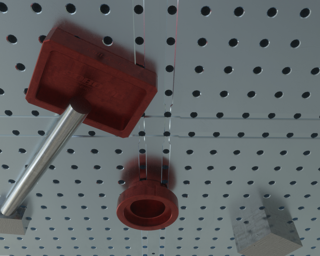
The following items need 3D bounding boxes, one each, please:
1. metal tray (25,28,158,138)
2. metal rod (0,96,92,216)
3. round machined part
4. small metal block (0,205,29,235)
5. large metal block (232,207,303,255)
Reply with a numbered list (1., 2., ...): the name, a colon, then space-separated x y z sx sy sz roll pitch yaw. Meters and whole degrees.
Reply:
1. metal tray: -0.079 -0.047 0.366 0.131 0.030 0.089 22 127 -18
2. metal rod: -0.172 0.056 0.433 0.025 0.025 0.299 28 132 -22
3. round machined part: -0.020 0.122 0.504 0.099 0.042 0.097 -1 130 0
4. small metal block: -0.264 0.163 0.547 0.050 0.025 0.050 7 130 -7
5. large metal block: 0.195 0.200 0.569 0.080 0.050 0.080 28 125 -22
